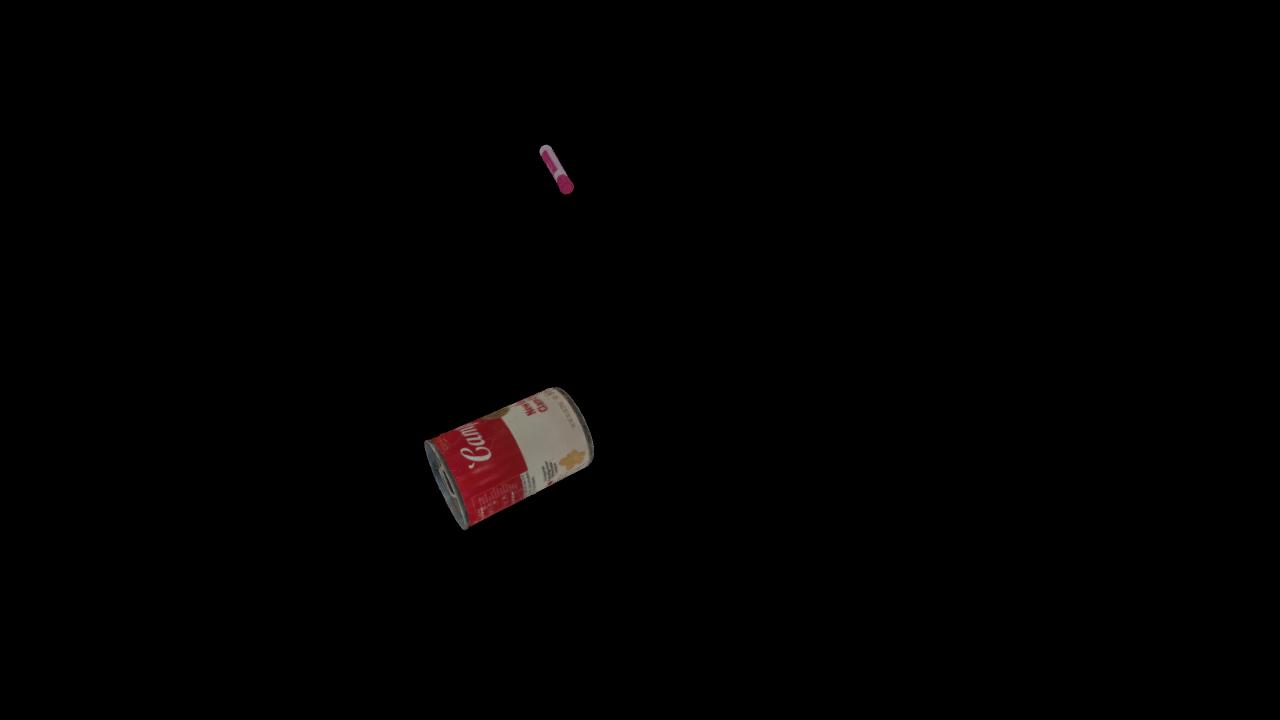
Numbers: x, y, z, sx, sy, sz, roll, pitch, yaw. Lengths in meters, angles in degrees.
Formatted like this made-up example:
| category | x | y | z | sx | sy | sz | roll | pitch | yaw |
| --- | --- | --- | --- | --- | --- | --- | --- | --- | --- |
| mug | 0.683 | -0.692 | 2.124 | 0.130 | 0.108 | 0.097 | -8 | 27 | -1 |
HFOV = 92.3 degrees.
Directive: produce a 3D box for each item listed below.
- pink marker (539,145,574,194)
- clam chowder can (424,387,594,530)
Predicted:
| category | x | y | z | sx | sy | sz | roll | pitch | yaw |
| --- | --- | --- | --- | --- | --- | --- | --- | --- | --- |
| pink marker | -0.112 | -0.255 | 0.823 | 0.020 | 0.020 | 0.121 | 0 | 40 | -26 |
| clam chowder can | -0.093 | 0.068 | 0.443 | 0.102 | 0.068 | 0.068 | -23 | 11 | -27 |
